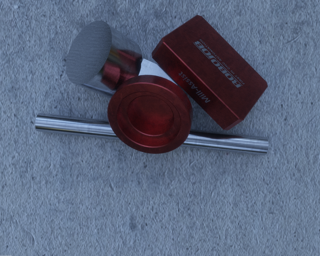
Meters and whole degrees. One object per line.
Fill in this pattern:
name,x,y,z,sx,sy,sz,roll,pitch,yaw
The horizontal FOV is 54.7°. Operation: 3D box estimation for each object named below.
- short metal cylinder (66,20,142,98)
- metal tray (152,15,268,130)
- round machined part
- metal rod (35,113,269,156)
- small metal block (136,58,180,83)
short metal cylinder,-0.069,-0.082,0.378,0.080,0.050,0.080,-13,68,35
metal tray,0.064,-0.071,0.384,0.130,0.030,0.090,45,51,0
round machined part,-0.009,-0.020,0.372,0.098,0.042,0.097,7,126,10
metal rod,-0.010,0.008,0.411,0.302,0.025,0.025,6,90,-1
small metal block,-0.002,-0.062,0.397,0.050,0.050,0.025,24,90,0
